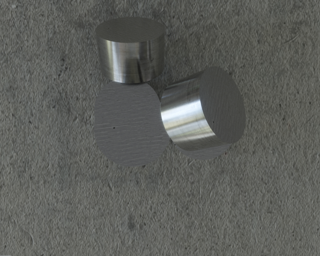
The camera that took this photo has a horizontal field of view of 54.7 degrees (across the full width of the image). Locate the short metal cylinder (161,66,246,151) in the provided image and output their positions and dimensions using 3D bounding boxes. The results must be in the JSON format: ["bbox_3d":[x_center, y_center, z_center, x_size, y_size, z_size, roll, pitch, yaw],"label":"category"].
[{"bbox_3d":[0.047,-0.019,0.327,0.050,0.081,0.080,-17,90,42],"label":"short metal cylinder"}]

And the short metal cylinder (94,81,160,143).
[{"bbox_3d":[-0.039,-0.022,0.398,0.081,0.050,0.079,0,90,-1],"label":"short metal cylinder"}]

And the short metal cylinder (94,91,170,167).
[{"bbox_3d":[-0.029,0.001,0.348,0.081,0.050,0.079,0,90,-1],"label":"short metal cylinder"}]

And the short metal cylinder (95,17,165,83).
[{"bbox_3d":[-0.035,-0.097,0.377,0.081,0.080,0.050,0,129,-1],"label":"short metal cylinder"}]

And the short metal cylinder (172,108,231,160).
[{"bbox_3d":[0.052,-0.001,0.399,0.081,0.050,0.079,0,90,-1],"label":"short metal cylinder"}]
